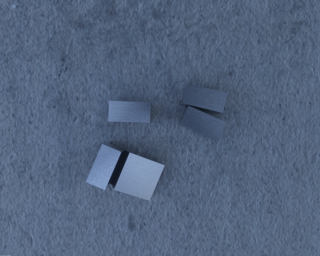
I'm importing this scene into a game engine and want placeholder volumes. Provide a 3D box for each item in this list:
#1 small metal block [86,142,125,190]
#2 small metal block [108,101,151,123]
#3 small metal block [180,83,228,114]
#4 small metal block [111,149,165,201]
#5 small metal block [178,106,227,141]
[{"bbox_3d":[-0.067,0.047,0.396,0.025,0.050,0.050,23,90,1],"label":"small metal block"},{"bbox_3d":[-0.037,-0.020,0.397,0.050,0.050,0.025,2,90,-1],"label":"small metal block"},{"bbox_3d":[0.054,-0.036,0.398,0.050,0.050,0.025,13,90,-1],"label":"small metal block"},{"bbox_3d":[-0.029,0.060,0.402,0.050,0.025,0.050,23,90,-20],"label":"small metal block"},{"bbox_3d":[0.052,-0.006,0.398,0.050,0.050,0.025,24,90,-1],"label":"small metal block"}]
